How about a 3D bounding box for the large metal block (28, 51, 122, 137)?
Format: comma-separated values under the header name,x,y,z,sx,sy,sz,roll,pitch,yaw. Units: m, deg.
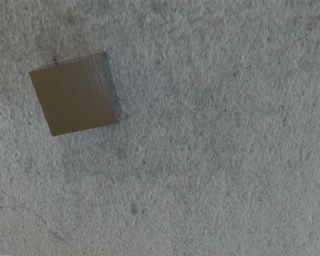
name,x,y,z,sx,sy,sz,roll,pitch,yaw
large metal block,-0.099,-0.043,0.379,0.080,0.050,0.079,-12,110,4
